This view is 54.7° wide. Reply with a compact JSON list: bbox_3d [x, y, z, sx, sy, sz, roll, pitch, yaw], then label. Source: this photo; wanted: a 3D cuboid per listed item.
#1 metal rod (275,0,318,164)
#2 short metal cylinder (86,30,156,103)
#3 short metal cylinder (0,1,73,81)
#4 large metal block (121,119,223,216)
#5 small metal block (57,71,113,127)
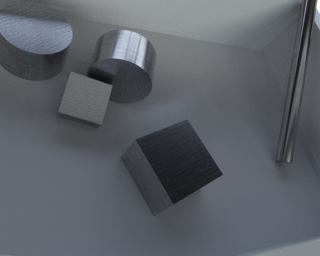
[{"bbox_3d":[0.226,-0.091,0.506,0.025,0.025,0.299,16,80,-20],"label":"metal rod"},{"bbox_3d":[-0.047,-0.076,0.393,0.081,0.080,0.050,19,54,-18],"label":"short metal cylinder"},{"bbox_3d":[-0.151,-0.104,0.372,0.081,0.050,0.080,14,56,-21],"label":"short metal cylinder"},{"bbox_3d":[0.013,0.046,0.371,0.081,0.050,0.080,-22,74,-36],"label":"large metal block"},{"bbox_3d":[-0.089,-0.033,0.368,0.050,0.025,0.050,17,75,-19],"label":"small metal block"}]
